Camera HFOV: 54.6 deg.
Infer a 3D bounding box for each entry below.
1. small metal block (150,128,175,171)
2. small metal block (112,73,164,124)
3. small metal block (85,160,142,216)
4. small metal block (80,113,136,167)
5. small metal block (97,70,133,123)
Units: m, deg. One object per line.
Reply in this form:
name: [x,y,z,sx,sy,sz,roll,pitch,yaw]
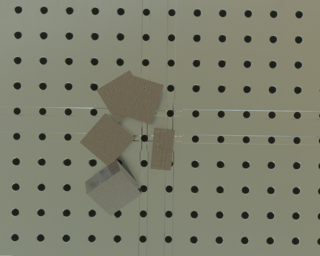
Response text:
small metal block: [0.003,0.026,0.401,0.025,0.050,0.050,5,90,0]
small metal block: [-0.027,-0.036,0.388,0.050,0.025,0.050,17,90,-1]
small metal block: [-0.060,0.078,0.402,0.050,0.025,0.050,-35,122,0]
small metal block: [-0.068,0.016,0.413,0.050,0.025,0.050,41,90,0]
small metal block: [-0.048,-0.041,0.413,0.050,0.025,0.050,-31,90,0]
